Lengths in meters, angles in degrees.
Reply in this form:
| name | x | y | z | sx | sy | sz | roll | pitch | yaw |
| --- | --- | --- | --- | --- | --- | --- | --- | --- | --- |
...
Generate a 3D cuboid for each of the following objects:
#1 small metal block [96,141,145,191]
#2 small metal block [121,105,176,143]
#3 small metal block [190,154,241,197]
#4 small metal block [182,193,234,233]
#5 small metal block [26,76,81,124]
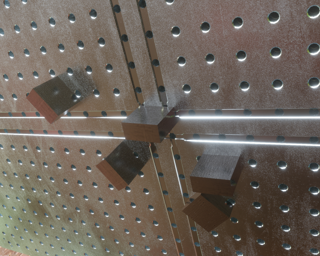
| name | x | y | z | sx | sy | sz | roll | pitch | yaw |
| --- | --- | --- | --- | --- | --- | --- | --- | --- | --- |
| small metal block | -0.058 | 0.056 | 0.461 | 0.050 | 0.050 | 0.025 | 49 | 129 | -7 |
| small metal block | -0.013 | -0.006 | 0.399 | 0.050 | 0.050 | 0.025 | 5 | 120 | 26 |
| small metal block | 0.072 | 0.059 | 0.394 | 0.050 | 0.050 | 0.025 | 2 | 119 | 27 |
| small metal block | 0.068 | 0.116 | 0.447 | 0.050 | 0.025 | 0.050 | 39 | 129 | 2 |
| small metal block | -0.154 | -0.041 | 0.452 | 0.050 | 0.050 | 0.025 | 48 | 129 | -6 |
